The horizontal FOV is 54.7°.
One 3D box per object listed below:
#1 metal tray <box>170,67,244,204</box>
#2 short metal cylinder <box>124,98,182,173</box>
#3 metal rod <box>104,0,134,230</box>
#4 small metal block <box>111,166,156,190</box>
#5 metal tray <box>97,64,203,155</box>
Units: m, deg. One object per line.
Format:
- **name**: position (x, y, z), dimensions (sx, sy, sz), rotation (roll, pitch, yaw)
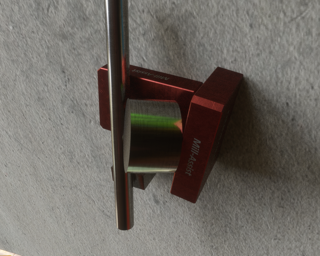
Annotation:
- **metal tray**: position (0.051, 0.008, 0.343), dimensions (0.030, 0.090, 0.129), rotation (21, 126, 16)
- **short metal cylinder**: position (-0.011, 0.009, 0.335), dimensions (0.050, 0.080, 0.079), rotation (2, 126, -12)
- **metal rod**: position (-0.048, -0.002, 0.380), dimensions (0.025, 0.025, 0.298), rotation (10, 114, 22)
- **small metal block**: position (-0.034, 0.057, 0.444), dimensions (0.050, 0.050, 0.025), rotation (12, 123, 21)
- **metal tray**: position (-0.015, -0.027, 0.394), dimensions (0.130, 0.030, 0.089), rotation (17, 125, 18)
